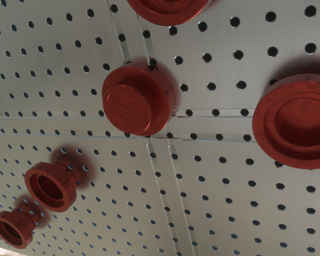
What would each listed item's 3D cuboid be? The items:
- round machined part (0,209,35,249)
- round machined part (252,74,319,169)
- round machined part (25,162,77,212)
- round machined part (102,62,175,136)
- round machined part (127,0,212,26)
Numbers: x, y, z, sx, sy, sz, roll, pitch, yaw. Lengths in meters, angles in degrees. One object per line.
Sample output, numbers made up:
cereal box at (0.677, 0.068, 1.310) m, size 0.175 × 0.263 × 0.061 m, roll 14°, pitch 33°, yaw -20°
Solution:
round machined part at (-0.330, 0.227, 0.710) m, size 0.098 × 0.042 × 0.097 m, roll 13°, pitch 124°, yaw 20°
round machined part at (0.148, -0.009, 0.316) m, size 0.098 × 0.042 × 0.097 m, roll 13°, pitch 124°, yaw 20°
round machined part at (-0.191, 0.102, 0.561) m, size 0.098 × 0.042 × 0.097 m, roll 13°, pitch 124°, yaw 20°
round machined part at (-0.033, -0.031, 0.397) m, size 0.098 × 0.042 × 0.097 m, roll 13°, pitch 124°, yaw 20°
round machined part at (0.012, -0.153, 0.299) m, size 0.098 × 0.042 × 0.097 m, roll 13°, pitch 124°, yaw 20°
